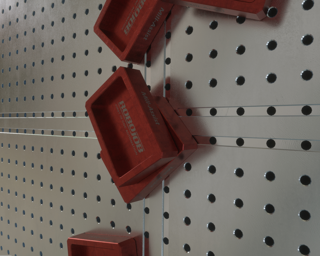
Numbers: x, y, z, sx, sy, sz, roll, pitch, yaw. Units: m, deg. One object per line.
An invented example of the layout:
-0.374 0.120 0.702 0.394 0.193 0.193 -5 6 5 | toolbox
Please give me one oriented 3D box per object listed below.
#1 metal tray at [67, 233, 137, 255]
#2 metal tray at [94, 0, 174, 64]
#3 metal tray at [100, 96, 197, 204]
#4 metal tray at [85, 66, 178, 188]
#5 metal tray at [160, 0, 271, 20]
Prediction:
-0.090 0.215 0.477 0.130 0.030 0.089 -12 83 39 | metal tray
-0.034 -0.167 0.432 0.090 0.030 0.129 49 118 28 | metal tray
-0.021 0.030 0.422 0.129 0.030 0.090 -48 62 29 | metal tray
-0.041 -0.001 0.398 0.090 0.030 0.130 -38 67 33 | metal tray
0.061 -0.176 0.333 0.130 0.030 0.089 20 103 23 | metal tray
